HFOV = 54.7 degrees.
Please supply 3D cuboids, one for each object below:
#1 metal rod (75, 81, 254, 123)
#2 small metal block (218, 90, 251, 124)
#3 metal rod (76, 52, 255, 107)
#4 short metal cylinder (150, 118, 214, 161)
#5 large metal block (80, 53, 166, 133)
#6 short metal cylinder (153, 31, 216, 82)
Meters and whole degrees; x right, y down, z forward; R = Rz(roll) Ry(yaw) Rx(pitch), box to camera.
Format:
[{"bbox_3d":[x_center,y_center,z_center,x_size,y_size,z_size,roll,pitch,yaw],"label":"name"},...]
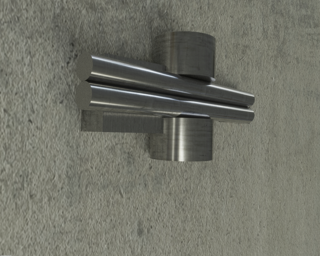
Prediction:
[{"bbox_3d":[0.036,-0.024,0.378,0.302,0.025,0.025,2,89,-48],"label":"metal rod"},{"bbox_3d":[0.123,-0.033,0.509,0.050,0.025,0.050,4,88,-40],"label":"small metal block"},{"bbox_3d":[0.036,-0.049,0.378,0.302,0.025,0.025,2,89,-48],"label":"metal rod"},{"bbox_3d":[0.028,0.014,0.393,0.081,0.080,0.050,2,89,-40],"label":"short metal cylinder"},{"bbox_3d":[-0.042,-0.035,0.355,0.081,0.050,0.080,2,89,-40],"label":"large metal block"},{"bbox_3d":[0.031,-0.086,0.396,0.081,0.080,0.050,2,89,-40],"label":"short metal cylinder"}]
